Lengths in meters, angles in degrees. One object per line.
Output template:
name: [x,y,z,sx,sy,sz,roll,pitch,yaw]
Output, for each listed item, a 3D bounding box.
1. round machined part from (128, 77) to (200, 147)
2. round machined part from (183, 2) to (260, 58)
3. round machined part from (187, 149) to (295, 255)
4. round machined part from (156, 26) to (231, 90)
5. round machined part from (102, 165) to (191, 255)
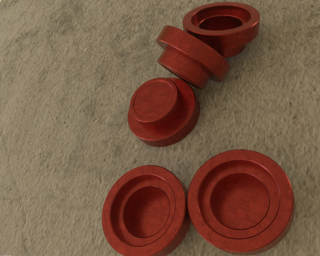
round machined part: [0.000,-0.028,0.409,0.098,0.042,0.098,-13,56,21]
round machined part: [0.081,-0.129,0.414,0.099,0.042,0.098,-5,43,5]
round machined part: [0.080,0.074,0.305,0.098,0.042,0.098,-13,56,20]
round machined part: [0.036,-0.083,0.391,0.098,0.098,0.042,37,97,38]
round machined part: [-0.011,0.094,0.340,0.098,0.042,0.098,-13,56,20]
